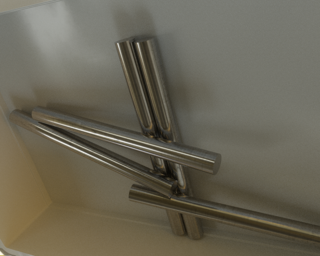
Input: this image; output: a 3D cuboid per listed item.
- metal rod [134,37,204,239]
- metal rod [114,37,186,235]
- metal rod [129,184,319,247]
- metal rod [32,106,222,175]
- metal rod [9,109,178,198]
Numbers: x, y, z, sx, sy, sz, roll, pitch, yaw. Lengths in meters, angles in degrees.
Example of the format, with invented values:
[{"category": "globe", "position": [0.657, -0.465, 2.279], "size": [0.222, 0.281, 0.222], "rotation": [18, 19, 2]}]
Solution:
[{"category": "metal rod", "position": [0.019, 0.031, 0.413], "size": [0.025, 0.025, 0.298], "rotation": [-1, 118, 28]}, {"category": "metal rod", "position": [-0.005, 0.028, 0.423], "size": [0.025, 0.025, 0.298], "rotation": [-1, 118, 28]}, {"category": "metal rod", "position": [0.103, 0.116, 0.401], "size": [0.301, 0.025, 0.025], "rotation": [10, 123, 16]}, {"category": "metal rod", "position": [-0.064, 0.009, 0.419], "size": [0.300, 0.025, 0.025], "rotation": [14, 125, 28]}, {"category": "metal rod", "position": [-0.113, 0.030, 0.467], "size": [0.301, 0.025, 0.025], "rotation": [21, 127, 21]}]
